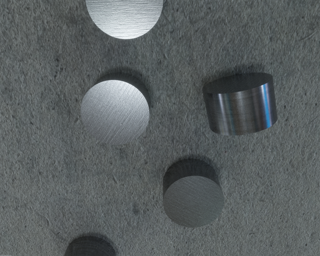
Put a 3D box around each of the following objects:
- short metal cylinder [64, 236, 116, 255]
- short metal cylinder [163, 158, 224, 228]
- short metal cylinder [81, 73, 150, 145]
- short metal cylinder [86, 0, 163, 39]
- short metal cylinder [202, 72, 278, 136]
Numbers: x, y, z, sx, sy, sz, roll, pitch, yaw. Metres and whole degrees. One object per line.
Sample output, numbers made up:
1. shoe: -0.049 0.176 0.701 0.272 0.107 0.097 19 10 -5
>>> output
1. short metal cylinder: -0.111 0.215 0.475 0.081 0.050 0.079 0 110 0
2. short metal cylinder: 0.044 0.089 0.430 0.081 0.050 0.079 0 110 0
3. short metal cylinder: -0.053 -0.025 0.386 0.081 0.050 0.079 0 110 0
4. short metal cylinder: -0.037 -0.142 0.344 0.081 0.050 0.079 0 110 0
5. short metal cylinder: 0.095 -0.031 0.370 0.080 0.080 0.050 -13 110 4
